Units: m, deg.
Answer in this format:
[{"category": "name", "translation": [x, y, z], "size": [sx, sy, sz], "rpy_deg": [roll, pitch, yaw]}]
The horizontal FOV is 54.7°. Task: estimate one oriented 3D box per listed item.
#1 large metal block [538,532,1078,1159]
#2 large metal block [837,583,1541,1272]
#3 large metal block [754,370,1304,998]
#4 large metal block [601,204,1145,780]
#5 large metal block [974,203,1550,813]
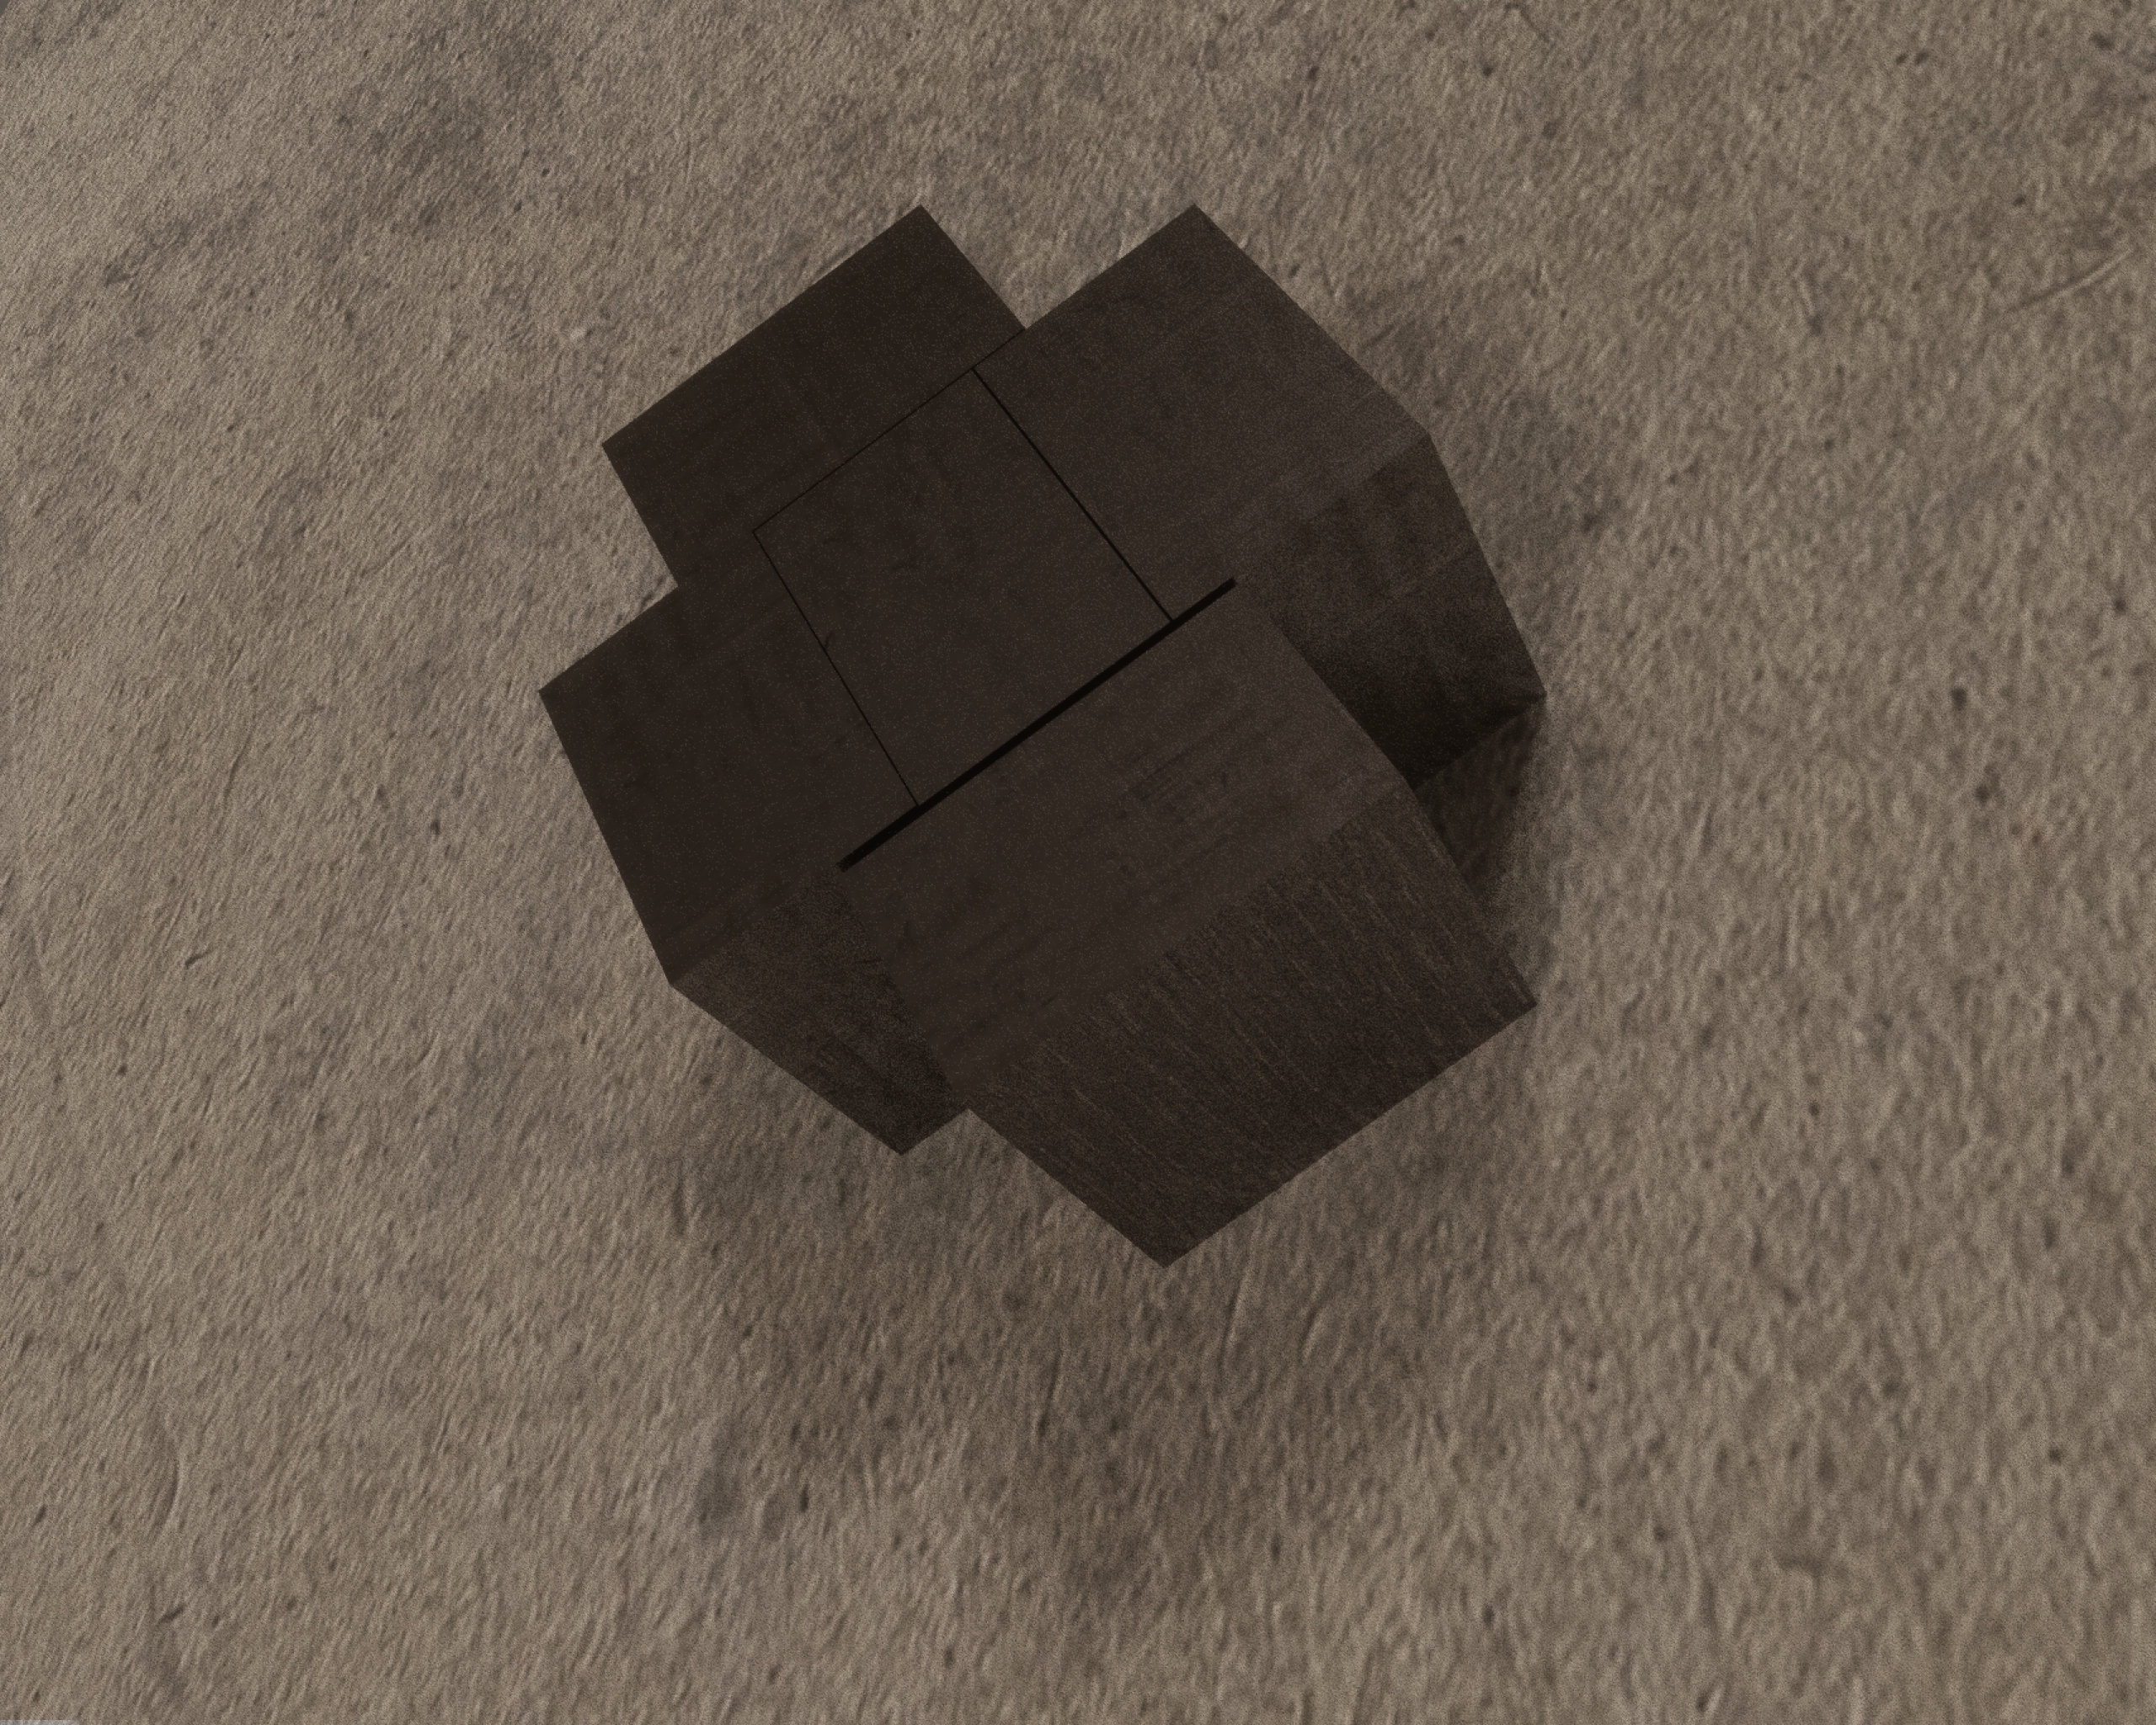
[{"category": "large metal block", "translation": [-0.047, -0.002, 0.395], "size": [0.050, 0.080, 0.080], "rpy_deg": [-36, 51, 4]}, {"category": "large metal block", "translation": [0.021, 0.014, 0.350], "size": [0.080, 0.080, 0.050], "rpy_deg": [-36, 51, 4]}, {"category": "large metal block", "translation": [-0.006, -0.031, 0.392], "size": [0.050, 0.080, 0.080], "rpy_deg": [-36, 51, 4]}, {"category": "large metal block", "translation": [-0.036, -0.073, 0.433], "size": [0.080, 0.080, 0.050], "rpy_deg": [-36, 51, 4]}, {"category": "large metal block", "translation": [0.035, -0.061, 0.389], "size": [0.050, 0.080, 0.080], "rpy_deg": [-36, 51, 4]}]
